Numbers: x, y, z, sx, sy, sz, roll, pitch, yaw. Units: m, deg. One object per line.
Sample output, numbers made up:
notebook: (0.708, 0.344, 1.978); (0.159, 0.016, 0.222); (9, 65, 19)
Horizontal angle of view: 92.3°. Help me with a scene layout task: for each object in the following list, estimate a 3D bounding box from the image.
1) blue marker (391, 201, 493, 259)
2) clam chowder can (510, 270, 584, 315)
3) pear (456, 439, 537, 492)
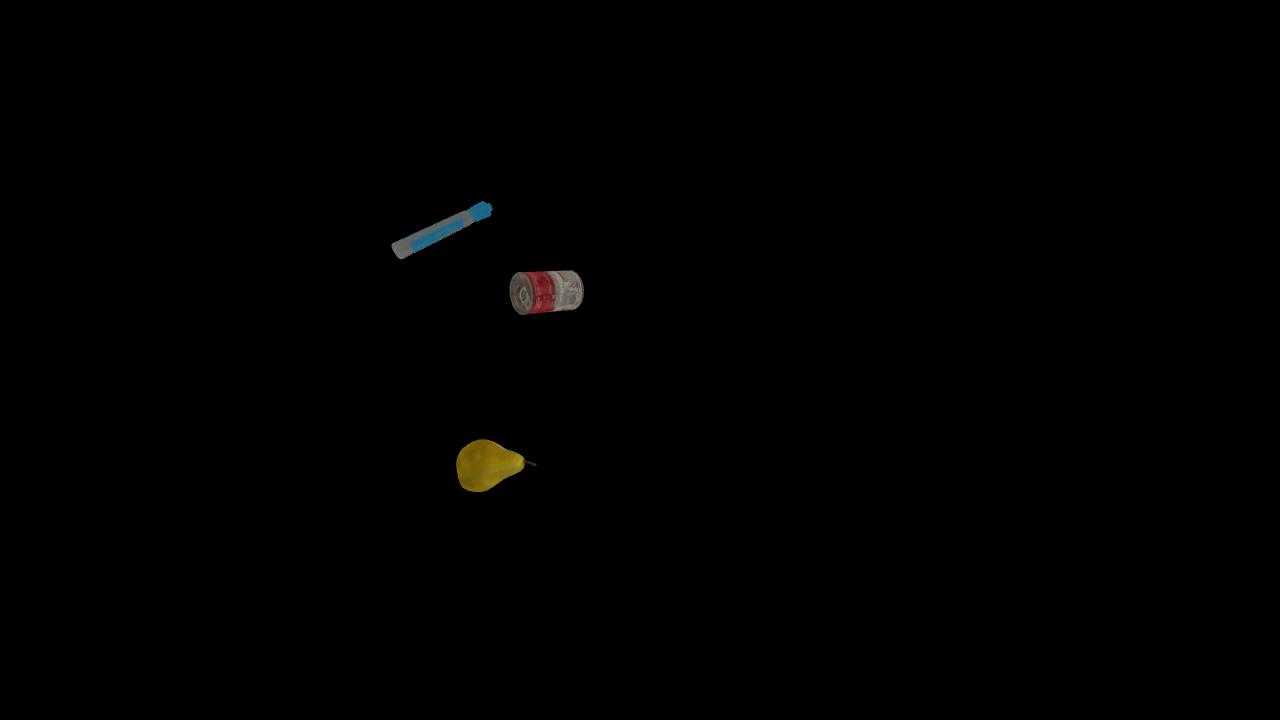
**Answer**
blue marker: (-0.216, -0.146, 0.683); (0.121, 0.020, 0.020); (-35, 18, -27)
clam chowder can: (-0.150, -0.111, 0.997); (0.102, 0.068, 0.068); (-10, 7, -41)
pear: (-0.205, 0.148, 0.886); (0.111, 0.080, 0.080); (-9, 1, -6)
